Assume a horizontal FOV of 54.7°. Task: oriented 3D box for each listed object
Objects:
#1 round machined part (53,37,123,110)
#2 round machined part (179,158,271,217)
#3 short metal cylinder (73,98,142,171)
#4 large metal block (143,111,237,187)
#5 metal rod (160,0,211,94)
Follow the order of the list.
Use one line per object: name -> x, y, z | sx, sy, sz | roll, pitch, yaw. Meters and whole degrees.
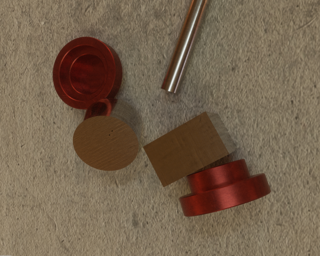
round machined part -> -0.096, -0.074, 0.434 | 0.098, 0.042, 0.097 | 0, 90, 20
round machined part -> 0.068, 0.064, 0.347 | 0.098, 0.098, 0.042 | -20, 78, 19
short metal cylinder -> -0.065, 0.008, 0.400 | 0.080, 0.050, 0.079 | 1, 119, 2
large metal block -> 0.039, 0.023, 0.366 | 0.080, 0.080, 0.050 | -30, 80, 17
metal rod -> 0.061, -0.188, 0.387 | 0.025, 0.025, 0.298 | 21, 97, 18
